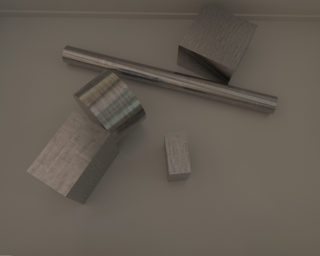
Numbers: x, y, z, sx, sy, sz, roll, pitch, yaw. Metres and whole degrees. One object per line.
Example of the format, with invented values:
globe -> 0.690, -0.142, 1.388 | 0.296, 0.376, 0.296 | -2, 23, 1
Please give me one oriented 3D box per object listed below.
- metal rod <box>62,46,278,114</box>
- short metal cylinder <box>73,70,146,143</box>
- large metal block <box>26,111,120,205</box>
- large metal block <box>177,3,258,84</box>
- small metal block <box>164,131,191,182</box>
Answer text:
metal rod -> 0.011, -0.069, 0.434 | 0.302, 0.025, 0.025 | 15, 71, 5
short metal cylinder -> -0.063, -0.026, 0.389 | 0.050, 0.080, 0.080 | -41, 76, -14
large metal block -> -0.096, 0.038, 0.365 | 0.050, 0.080, 0.080 | 30, 73, 10
large metal block -> 0.079, -0.117, 0.440 | 0.080, 0.050, 0.080 | 27, 72, 9
small metal block -> 0.020, 0.037, 0.383 | 0.025, 0.050, 0.050 | -6, 70, -2
